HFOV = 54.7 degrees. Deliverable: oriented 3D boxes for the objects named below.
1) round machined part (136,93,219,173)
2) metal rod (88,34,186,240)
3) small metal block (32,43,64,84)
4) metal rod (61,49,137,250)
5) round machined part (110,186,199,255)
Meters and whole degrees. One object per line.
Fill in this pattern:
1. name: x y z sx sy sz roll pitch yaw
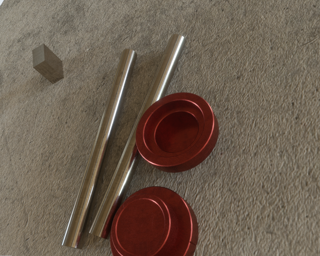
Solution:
1. round machined part: 0.023 0.009 0.375 0.098 0.042 0.098 -13 56 21
2. metal rod: -0.022 -0.004 0.417 0.025 0.025 0.300 8 65 31
3. small metal block: -0.205 -0.117 0.567 0.025 0.050 0.050 -28 52 11
4. metal rod: -0.078 0.012 0.437 0.025 0.025 0.300 -2 60 27
5. round machined part: -0.012 0.109 0.332 0.098 0.042 0.098 -13 56 21
